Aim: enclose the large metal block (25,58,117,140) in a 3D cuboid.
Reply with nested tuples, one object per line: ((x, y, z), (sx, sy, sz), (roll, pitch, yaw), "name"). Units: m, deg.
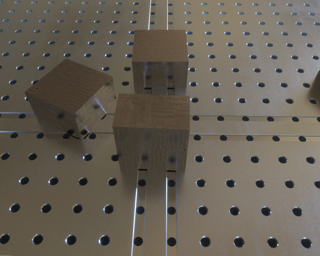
((-0.119, -0.042, 0.426), (0.080, 0.050, 0.080), (23, 54, 18), "large metal block")

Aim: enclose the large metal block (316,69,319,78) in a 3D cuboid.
((0.303, -0.083, 0.463), (0.081, 0.050, 0.080), (-18, 52, -14), "large metal block")

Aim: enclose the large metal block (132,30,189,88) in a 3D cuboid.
((0.000, -0.109, 0.483), (0.080, 0.050, 0.080), (0, 50, 0), "large metal block")

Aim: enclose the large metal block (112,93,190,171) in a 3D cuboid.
((-0.008, 0.006, 0.367), (0.080, 0.080, 0.050), (2, 50, 2), "large metal block")
